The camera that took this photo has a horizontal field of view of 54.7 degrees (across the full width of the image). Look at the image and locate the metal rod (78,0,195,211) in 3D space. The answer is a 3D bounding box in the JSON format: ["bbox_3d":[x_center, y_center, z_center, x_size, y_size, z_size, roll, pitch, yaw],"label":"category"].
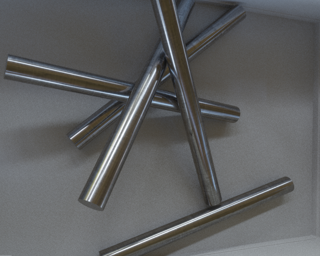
[{"bbox_3d":[-0.013,-0.051,0.353,0.025,0.025,0.300,32,59,-18],"label":"metal rod"}]

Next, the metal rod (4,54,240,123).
[{"bbox_3d":[-0.020,-0.040,0.376,0.302,0.025,0.025,9,87,-30],"label":"metal rod"}]

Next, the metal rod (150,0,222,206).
[{"bbox_3d":[0.036,-0.027,0.380,0.025,0.025,0.298,-26,116,-18],"label":"metal rod"}]

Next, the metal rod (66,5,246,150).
[{"bbox_3d":[0.006,-0.076,0.413,0.301,0.025,0.025,-40,103,-16],"label":"metal rod"}]

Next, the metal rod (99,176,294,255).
[{"bbox_3d":[0.065,0.127,0.435,0.302,0.025,0.025,-16,96,-20],"label":"metal rod"}]
